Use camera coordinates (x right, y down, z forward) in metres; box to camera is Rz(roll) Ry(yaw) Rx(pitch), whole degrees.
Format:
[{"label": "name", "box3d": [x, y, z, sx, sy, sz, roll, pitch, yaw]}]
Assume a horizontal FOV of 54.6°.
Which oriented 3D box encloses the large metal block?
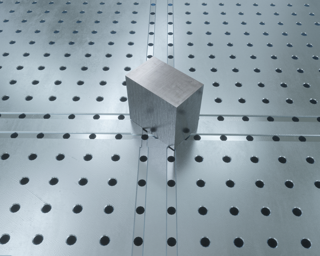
[{"label": "large metal block", "box3d": [0.005, -0.032, 0.399, 0.080, 0.080, 0.050, 34, 58, 25]}]
